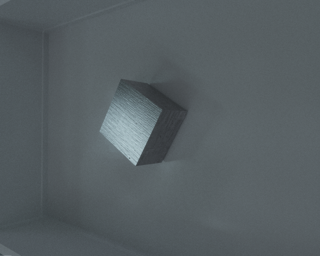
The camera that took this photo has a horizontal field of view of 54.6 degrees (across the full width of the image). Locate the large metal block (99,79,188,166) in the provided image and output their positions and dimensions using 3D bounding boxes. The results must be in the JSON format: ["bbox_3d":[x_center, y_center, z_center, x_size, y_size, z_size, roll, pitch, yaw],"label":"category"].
[{"bbox_3d":[-0.024,-0.008,0.407,0.080,0.050,0.080,39,113,33],"label":"large metal block"}]
